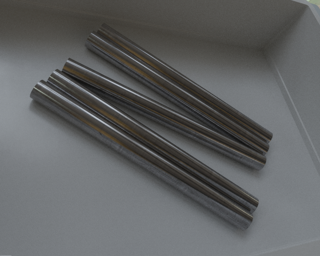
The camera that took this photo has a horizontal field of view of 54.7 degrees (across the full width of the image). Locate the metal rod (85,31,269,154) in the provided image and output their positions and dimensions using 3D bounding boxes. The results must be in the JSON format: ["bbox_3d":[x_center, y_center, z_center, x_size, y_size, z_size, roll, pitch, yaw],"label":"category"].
[{"bbox_3d":[0.030,-0.045,0.447,0.301,0.025,0.025,32,52,-8],"label":"metal rod"}]

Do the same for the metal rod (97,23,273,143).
[{"bbox_3d":[0.041,-0.061,0.463,0.301,0.025,0.025,32,52,-8],"label":"metal rod"}]

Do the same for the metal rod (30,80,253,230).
[{"bbox_3d":[-0.016,0.036,0.373,0.301,0.025,0.025,33,51,-7],"label":"metal rod"}]

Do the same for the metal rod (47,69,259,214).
[{"bbox_3d":[-0.004,0.021,0.389,0.301,0.025,0.025,33,51,-7],"label":"metal rod"}]

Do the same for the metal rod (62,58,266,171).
[{"bbox_3d":[0.014,-0.013,0.419,0.301,0.025,0.025,26,53,-12],"label":"metal rod"}]
